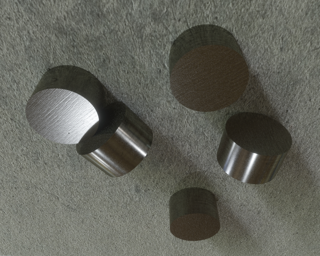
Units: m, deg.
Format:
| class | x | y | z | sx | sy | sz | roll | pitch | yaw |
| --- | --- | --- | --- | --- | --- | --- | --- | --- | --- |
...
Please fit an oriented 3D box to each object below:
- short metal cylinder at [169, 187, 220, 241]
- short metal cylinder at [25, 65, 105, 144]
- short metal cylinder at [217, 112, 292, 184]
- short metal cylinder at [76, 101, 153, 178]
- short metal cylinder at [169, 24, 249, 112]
| class | x | y | z | sx | sy | sz | roll | pitch | yaw |
| --- | --- | --- | --- | --- | --- | --- | --- | --- | --- |
| short metal cylinder | 0.056 | 0.143 | 0.513 | 0.081 | 0.050 | 0.079 | 0 | 130 | 0 |
| short metal cylinder | -0.109 | -0.027 | 0.367 | 0.080 | 0.050 | 0.079 | 0 | 130 | 0 |
| short metal cylinder | 0.117 | 0.024 | 0.392 | 0.081 | 0.080 | 0.050 | 4 | 130 | -4 |
| short metal cylinder | -0.056 | 0.014 | 0.382 | 0.080 | 0.080 | 0.050 | -30 | 124 | 23 |
| short metal cylinder | 0.050 | -0.064 | 0.336 | 0.081 | 0.050 | 0.079 | 0 | 130 | 0 |
